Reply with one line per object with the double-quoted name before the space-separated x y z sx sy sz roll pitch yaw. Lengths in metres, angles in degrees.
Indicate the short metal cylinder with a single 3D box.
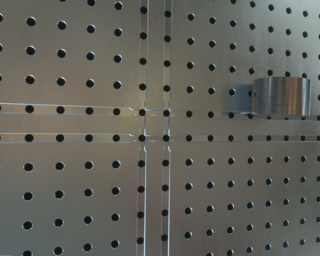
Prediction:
"short metal cylinder" 0.174 -0.042 0.450 0.081 0.080 0.050 3 89 -20
